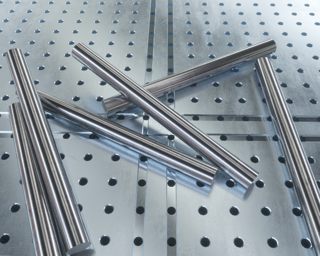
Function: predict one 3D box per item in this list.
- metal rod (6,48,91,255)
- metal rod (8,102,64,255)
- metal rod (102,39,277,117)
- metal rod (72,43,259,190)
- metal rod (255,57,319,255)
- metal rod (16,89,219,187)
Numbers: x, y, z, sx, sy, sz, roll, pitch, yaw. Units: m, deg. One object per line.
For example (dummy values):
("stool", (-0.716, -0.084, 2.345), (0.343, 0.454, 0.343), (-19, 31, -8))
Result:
("metal rod", (-0.146, 0.006, 0.380), (0.025, 0.025, 0.299), (-21, 59, -16))
("metal rod", (-0.134, 0.078, 0.341), (0.025, 0.025, 0.300), (-19, 53, -15))
("metal rod", (0.056, -0.083, 0.477), (0.302, 0.025, 0.025), (-23, 54, -18))
("metal rod", (-0.006, -0.026, 0.404), (0.300, 0.025, 0.025), (38, 59, 18))
("metal rod", (0.165, 0.012, 0.398), (0.025, 0.025, 0.300), (0, 50, 0))
("metal rod", (-0.068, 0.002, 0.405), (0.300, 0.025, 0.025), (23, 54, 18))
